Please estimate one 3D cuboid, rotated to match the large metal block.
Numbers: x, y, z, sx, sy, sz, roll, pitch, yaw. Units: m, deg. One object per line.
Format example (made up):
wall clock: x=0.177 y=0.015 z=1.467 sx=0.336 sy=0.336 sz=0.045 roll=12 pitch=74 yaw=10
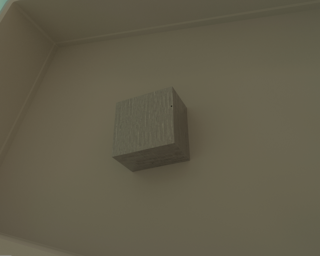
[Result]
large metal block: x=-0.010 y=0.003 z=0.394 sx=0.080 sy=0.050 sz=0.080 roll=-14 pitch=56 yaw=20
